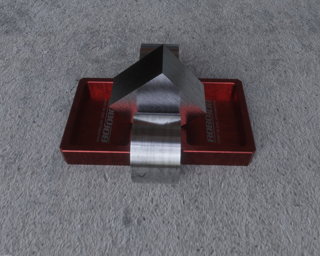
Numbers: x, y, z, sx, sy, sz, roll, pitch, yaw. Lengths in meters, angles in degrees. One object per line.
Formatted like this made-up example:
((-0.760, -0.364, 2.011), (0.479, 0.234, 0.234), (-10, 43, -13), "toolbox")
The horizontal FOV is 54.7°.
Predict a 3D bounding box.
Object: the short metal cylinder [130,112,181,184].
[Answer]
((-0.004, 0.023, 0.350), (0.050, 0.080, 0.080), (2, 50, 1), "short metal cylinder")

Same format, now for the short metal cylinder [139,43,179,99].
((0.000, -0.077, 0.434), (0.050, 0.080, 0.080), (2, 50, 1), "short metal cylinder")

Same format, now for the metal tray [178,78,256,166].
((0.069, -0.012, 0.413), (0.091, 0.030, 0.130), (1, 50, 1), "metal tray")

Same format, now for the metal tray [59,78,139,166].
((-0.071, -0.013, 0.412), (0.091, 0.030, 0.130), (1, 50, 1), "metal tray")

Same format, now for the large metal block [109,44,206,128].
((-0.002, -0.040, 0.376), (0.080, 0.080, 0.050), (-27, 43, 31), "large metal block")
